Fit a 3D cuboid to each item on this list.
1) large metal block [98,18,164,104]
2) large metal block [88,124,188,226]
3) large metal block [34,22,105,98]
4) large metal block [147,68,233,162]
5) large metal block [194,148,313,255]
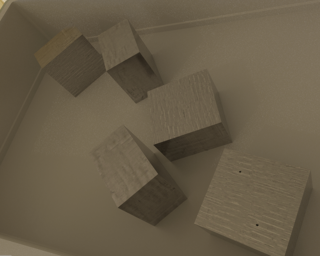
[{"bbox_3d":[-0.041,-0.096,0.451,0.050,0.080,0.080,-28,52,11],"label":"large metal block"},{"bbox_3d":[-0.024,0.054,0.350,0.050,0.080,0.080,-40,51,1],"label":"large metal block"},{"bbox_3d":[-0.144,-0.112,0.515,0.080,0.080,0.050,-41,51,0],"label":"large metal block"},{"bbox_3d":[0.035,-0.015,0.380,0.080,0.050,0.080,-19,54,17],"label":"large metal block"},{"bbox_3d":[0.091,0.074,0.296,0.080,0.050,0.080,14,69,33],"label":"large metal block"}]
